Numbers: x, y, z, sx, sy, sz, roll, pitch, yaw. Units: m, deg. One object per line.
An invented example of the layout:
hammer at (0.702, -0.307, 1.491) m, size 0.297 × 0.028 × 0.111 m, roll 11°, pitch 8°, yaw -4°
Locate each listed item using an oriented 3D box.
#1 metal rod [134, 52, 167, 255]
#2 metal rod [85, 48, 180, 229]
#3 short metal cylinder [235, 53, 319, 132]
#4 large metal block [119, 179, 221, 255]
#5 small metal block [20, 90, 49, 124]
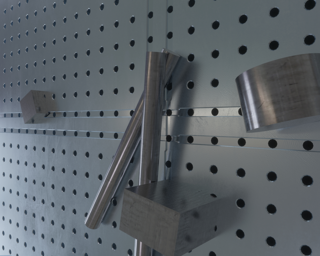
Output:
metal rod at (-0.015, 0.054, 0.404) m, size 0.025 × 0.025 × 0.298 m, roll 12°, pitch 103°, yaw 39°
metal rod at (-0.047, 0.028, 0.448) m, size 0.025 × 0.025 × 0.298 m, roll 40°, pitch 114°, yaw 33°
short metal cylinder at (0.114, -0.028, 0.280) m, size 0.080 × 0.081 × 0.050 m, roll -16°, pitch 80°, yaw 39°
large metal block at (0.012, 0.101, 0.364) m, size 0.080 × 0.081 × 0.050 m, roll 13°, pitch 99°, yaw 39°
small metal block at (-0.251, -0.041, 0.617) m, size 0.050 × 0.025 × 0.050 m, roll -29°, pitch 72°, yaw 36°
